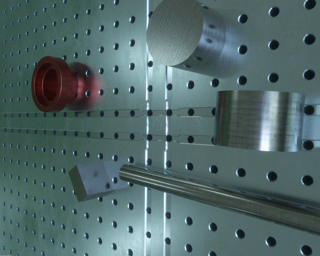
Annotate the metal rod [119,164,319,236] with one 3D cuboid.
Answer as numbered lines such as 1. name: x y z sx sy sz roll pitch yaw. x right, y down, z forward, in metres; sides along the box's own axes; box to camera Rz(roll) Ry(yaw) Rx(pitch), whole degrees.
1. metal rod: 0.065 0.078 0.355 0.300 0.025 0.025 6 94 39

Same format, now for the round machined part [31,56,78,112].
1. round machined part: -0.184 -0.076 0.551 0.098 0.042 0.097 0 90 40

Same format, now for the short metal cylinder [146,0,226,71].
1. short metal cylinder: 0.031 -0.110 0.368 0.080 0.050 0.080 0 90 40

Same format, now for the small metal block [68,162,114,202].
1. small metal block: -0.107 0.083 0.482 0.025 0.050 0.050 -39 66 33

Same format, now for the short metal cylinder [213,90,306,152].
1. short metal cylinder: 0.093 -0.008 0.296 0.080 0.081 0.050 6 94 40
